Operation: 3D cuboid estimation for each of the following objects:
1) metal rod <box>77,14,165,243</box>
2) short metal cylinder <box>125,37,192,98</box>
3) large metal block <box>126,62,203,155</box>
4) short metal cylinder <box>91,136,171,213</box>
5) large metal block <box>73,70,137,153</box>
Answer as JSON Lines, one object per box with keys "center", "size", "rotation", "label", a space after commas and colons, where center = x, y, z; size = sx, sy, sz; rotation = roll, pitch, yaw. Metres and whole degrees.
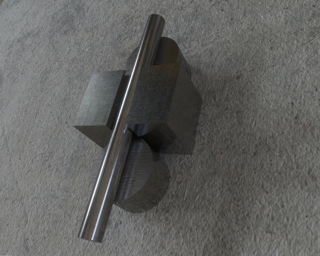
{"center": [-0.037, -0.020, 0.372], "size": [0.025, 0.025, 0.300], "rotation": [0, 61, 28], "label": "metal rod"}
{"center": [-0.001, -0.082, 0.440], "size": [0.080, 0.050, 0.080], "rotation": [-13, 56, 20], "label": "short metal cylinder"}
{"center": [0.010, -0.021, 0.377], "size": [0.050, 0.080, 0.080], "rotation": [-1, 61, 28], "label": "large metal block"}
{"center": [-0.034, 0.056, 0.373], "size": [0.080, 0.050, 0.080], "rotation": [-13, 56, 20], "label": "short metal cylinder"}
{"center": [-0.058, -0.019, 0.412], "size": [0.050, 0.080, 0.080], "rotation": [-1, 61, 28], "label": "large metal block"}
